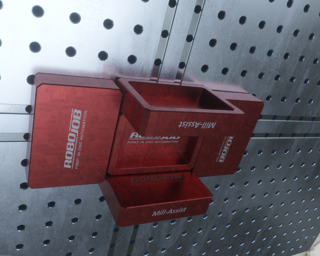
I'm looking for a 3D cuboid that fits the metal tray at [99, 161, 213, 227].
[{"bbox_3d":[-0.007,0.081,0.415,0.131,0.090,0.030,1,118,-29],"label":"metal tray"}]

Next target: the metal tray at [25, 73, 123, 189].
[{"bbox_3d":[-0.101,0.007,0.357,0.091,0.030,0.129,1,118,-29],"label":"metal tray"}]

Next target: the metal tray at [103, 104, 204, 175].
[{"bbox_3d":[-0.005,0.014,0.413,0.131,0.030,0.089,1,118,-29],"label":"metal tray"}]

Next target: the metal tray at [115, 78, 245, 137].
[{"bbox_3d":[0.022,-0.025,0.367,0.131,0.090,0.030,1,118,-29],"label":"metal tray"}]

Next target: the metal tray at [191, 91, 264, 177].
[{"bbox_3d":[0.093,0.011,0.466,0.091,0.030,0.129,0,118,-30],"label":"metal tray"}]
